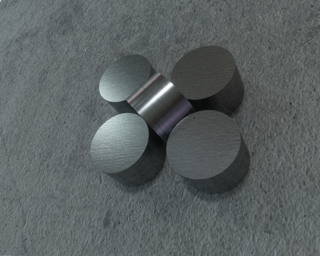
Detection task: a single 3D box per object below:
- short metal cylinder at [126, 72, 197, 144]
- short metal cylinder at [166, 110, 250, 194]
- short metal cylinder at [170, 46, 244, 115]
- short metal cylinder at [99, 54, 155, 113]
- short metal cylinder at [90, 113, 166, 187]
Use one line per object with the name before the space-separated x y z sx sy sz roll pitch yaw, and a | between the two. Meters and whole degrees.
short metal cylinder | 0.004 -0.022 0.381 0.050 0.080 0.080 -43 51 -1
short metal cylinder | 0.054 0.027 0.342 0.080 0.050 0.080 -13 56 20
short metal cylinder | 0.060 -0.056 0.389 0.080 0.050 0.080 -13 56 20
short metal cylinder | -0.039 -0.058 0.442 0.080 0.050 0.080 -13 56 20
short metal cylinder | -0.039 0.028 0.390 0.080 0.050 0.080 -13 56 20
